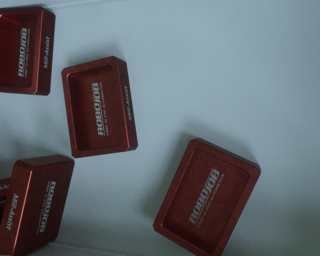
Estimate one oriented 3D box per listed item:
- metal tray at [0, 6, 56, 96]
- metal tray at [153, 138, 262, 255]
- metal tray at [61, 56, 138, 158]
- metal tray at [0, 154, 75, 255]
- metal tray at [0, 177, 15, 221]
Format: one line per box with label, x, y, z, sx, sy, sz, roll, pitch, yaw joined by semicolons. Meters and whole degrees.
metal tray;-0.214;-0.118;0.483;0.090;0.030;0.129;5;92;19
metal tray;0.057;0.088;0.387;0.090;0.030;0.129;25;98;18
metal tray;-0.086;-0.027;0.438;0.090;0.030;0.129;-9;87;19
metal tray;-0.172;0.107;0.436;0.030;0.090;0.129;16;96;19
metal tray;-0.244;0.115;0.441;0.030;0.130;0.090;44;104;14
